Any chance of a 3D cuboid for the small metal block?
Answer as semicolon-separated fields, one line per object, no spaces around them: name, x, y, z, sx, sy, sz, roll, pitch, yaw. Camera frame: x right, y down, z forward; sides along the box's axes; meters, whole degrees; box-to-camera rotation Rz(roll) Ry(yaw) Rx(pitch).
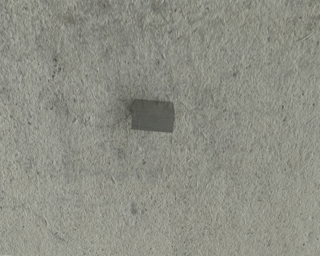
small metal block;-0.009;-0.016;0.391;0.050;0.050;0.025;5;110;-2
